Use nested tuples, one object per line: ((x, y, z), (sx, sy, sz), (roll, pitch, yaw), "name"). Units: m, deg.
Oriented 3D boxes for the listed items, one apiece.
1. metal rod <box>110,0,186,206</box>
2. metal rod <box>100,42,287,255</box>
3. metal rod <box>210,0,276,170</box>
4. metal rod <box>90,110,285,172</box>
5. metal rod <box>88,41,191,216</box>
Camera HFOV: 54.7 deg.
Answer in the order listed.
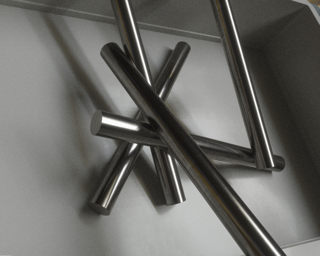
((-0.021, -0.056, 0.378), (0.025, 0.025, 0.299), (-12, 83, -33), "metal rod")
((0.016, 0.010, 0.301), (0.025, 0.025, 0.300), (-13, 52, -34), "metal rod")
((0.102, -0.093, 0.416), (0.025, 0.025, 0.298), (-12, 85, -33), "metal rod")
((0.059, 0.025, 0.382), (0.302, 0.025, 0.025), (14, 55, -35), "metal rod")
((-0.013, -0.023, 0.412), (0.025, 0.025, 0.301), (32, 52, -8), "metal rod")
